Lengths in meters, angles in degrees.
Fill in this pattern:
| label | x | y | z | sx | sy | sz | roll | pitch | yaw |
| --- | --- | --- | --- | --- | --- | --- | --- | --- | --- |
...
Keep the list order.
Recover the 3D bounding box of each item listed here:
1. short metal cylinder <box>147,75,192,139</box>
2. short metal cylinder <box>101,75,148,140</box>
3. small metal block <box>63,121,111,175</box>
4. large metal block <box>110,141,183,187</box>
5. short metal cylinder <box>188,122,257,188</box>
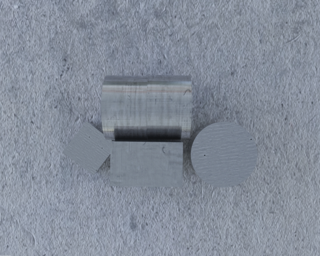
| label | x | y | z | sx | sy | sz | roll | pitch | yaw |
| --- | --- | --- | --- | --- | --- | --- | --- | --- | --- |
| short metal cylinder | 0.010 | -0.025 | 0.384 | 0.050 | 0.080 | 0.079 | 1 | 90 | 0 |
| short metal cylinder | -0.040 | -0.025 | 0.384 | 0.050 | 0.080 | 0.079 | 1 | 90 | 0 |
| small metal block | -0.090 | 0.026 | 0.411 | 0.050 | 0.025 | 0.050 | 38 | 90 | 0 |
| large metal block | -0.015 | 0.040 | 0.384 | 0.081 | 0.080 | 0.050 | 1 | 90 | 0 |
| short metal cylinder | 0.077 | 0.032 | 0.399 | 0.081 | 0.050 | 0.079 | 0 | 90 | 0 |
